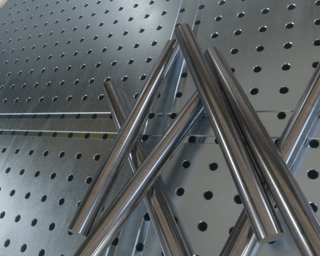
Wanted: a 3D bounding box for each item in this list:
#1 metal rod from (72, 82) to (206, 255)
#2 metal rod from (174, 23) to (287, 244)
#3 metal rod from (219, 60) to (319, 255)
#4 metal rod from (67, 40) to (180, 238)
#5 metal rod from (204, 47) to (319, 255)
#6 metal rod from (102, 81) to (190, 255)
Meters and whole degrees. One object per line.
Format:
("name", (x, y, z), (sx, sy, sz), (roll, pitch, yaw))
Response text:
("metal rod", (-0.018, 0.057, 0.350), (0.025, 0.025, 0.301), (20, 62, 35))
("metal rod", (0.065, -0.022, 0.354), (0.025, 0.025, 0.300), (-25, 53, 13))
("metal rod", (0.143, 0.008, 0.328), (0.025, 0.025, 0.300), (22, 73, 36))
("metal rod", (-0.033, -0.007, 0.402), (0.025, 0.025, 0.300), (5, 55, 30))
("metal rod", (0.098, 0.002, 0.330), (0.025, 0.025, 0.300), (-26, 45, 12))
("metal rod", (-0.027, 0.040, 0.398), (0.025, 0.025, 0.300), (-32, 51, 7))
